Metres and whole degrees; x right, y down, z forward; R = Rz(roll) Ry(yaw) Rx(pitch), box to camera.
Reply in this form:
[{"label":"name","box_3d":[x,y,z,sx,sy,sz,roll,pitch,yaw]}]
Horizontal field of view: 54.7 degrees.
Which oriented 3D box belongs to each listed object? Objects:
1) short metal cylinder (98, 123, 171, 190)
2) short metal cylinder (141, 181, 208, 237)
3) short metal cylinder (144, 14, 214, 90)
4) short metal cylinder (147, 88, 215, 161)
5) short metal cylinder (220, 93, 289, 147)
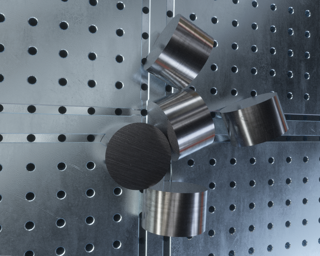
[{"label":"short metal cylinder","box_3d":[-0.033,0.033,0.387,0.081,0.050,0.079,0,90,-20]},{"label":"short metal cylinder","box_3d":[0.018,0.099,0.390,0.081,0.080,0.050,4,89,-20]},{"label":"short metal cylinder","box_3d":[0.022,-0.095,0.391,0.050,0.080,0.080,30,80,-18]},{"label":"short metal cylinder","box_3d":[0.025,-0.005,0.392,0.050,0.080,0.080,-24,98,-18]},{"label":"short metal cylinder","box_3d":[0.130,-0.012,0.431,0.081,0.080,0.050,-23,98,-19]}]
